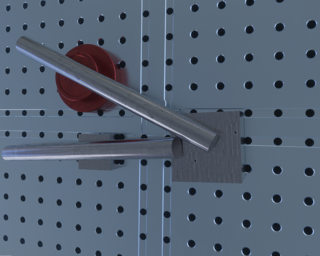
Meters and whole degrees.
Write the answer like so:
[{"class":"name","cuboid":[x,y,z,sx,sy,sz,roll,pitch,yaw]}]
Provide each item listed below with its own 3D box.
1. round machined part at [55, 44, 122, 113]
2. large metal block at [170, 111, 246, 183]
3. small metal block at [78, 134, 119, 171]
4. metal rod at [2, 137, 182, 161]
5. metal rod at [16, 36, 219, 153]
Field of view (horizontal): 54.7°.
[{"class":"round machined part","cuboid":[-0.107,-0.071,0.440,0.098,0.042,0.097,0,90,19]},{"class":"large metal block","cuboid":[0.059,0.022,0.375,0.080,0.050,0.079,-2,89,19]},{"class":"small metal block","cuboid":[-0.088,0.033,0.443,0.050,0.025,0.050,0,90,19]},{"class":"metal rod","cuboid":[-0.111,0.031,0.421,0.300,0.025,0.025,-4,89,30]},{"class":"metal rod","cuboid":[-0.067,-0.051,0.384,0.301,0.025,0.025,28,99,20]}]
